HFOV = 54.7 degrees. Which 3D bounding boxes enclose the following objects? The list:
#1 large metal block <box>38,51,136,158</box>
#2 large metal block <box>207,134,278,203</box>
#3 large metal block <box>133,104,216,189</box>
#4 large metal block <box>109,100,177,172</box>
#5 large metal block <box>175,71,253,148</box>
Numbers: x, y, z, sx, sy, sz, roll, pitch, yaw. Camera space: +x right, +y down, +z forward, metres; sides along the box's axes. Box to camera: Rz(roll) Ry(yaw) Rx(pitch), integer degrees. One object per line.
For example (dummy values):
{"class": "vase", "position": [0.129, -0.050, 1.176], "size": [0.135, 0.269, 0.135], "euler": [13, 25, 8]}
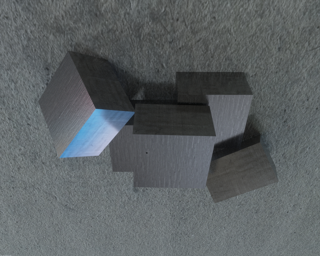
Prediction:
{"class": "large metal block", "position": [-0.084, -0.024, 0.342], "size": [0.050, 0.080, 0.080], "euler": [2, 140, -48]}
{"class": "large metal block", "position": [0.104, 0.051, 0.409], "size": [0.080, 0.080, 0.050], "euler": [-25, 88, 19]}
{"class": "large metal block", "position": [0.012, 0.021, 0.342], "size": [0.081, 0.050, 0.079], "euler": [2, 130, -2]}
{"class": "large metal block", "position": [-0.021, 0.011, 0.399], "size": [0.081, 0.050, 0.079], "euler": [0, 130, -1]}
{"class": "large metal block", "position": [0.059, -0.021, 0.376], "size": [0.081, 0.050, 0.079], "euler": [0, 130, -1]}
